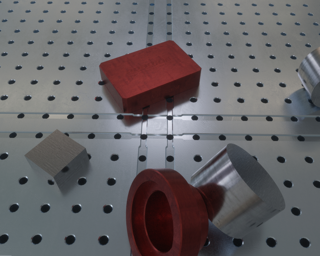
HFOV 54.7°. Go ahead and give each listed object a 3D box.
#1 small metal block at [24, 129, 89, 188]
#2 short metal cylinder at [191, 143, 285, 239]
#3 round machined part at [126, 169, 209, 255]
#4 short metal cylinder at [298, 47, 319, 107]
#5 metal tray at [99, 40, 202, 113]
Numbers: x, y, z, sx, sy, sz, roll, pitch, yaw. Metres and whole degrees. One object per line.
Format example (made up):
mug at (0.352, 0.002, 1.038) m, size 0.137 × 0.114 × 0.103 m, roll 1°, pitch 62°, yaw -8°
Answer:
small metal block at (-0.124, 0.036, 0.376) m, size 0.050 × 0.025 × 0.050 m, roll 29°, pitch 56°, yaw 22°
short metal cylinder at (0.078, 0.062, 0.313) m, size 0.080 × 0.050 × 0.080 m, roll 36°, pitch 25°, yaw -19°
round machined part at (0.008, 0.087, 0.294) m, size 0.042 × 0.097 × 0.098 m, roll 3°, pitch 45°, yaw -32°
short metal cylinder at (0.244, -0.073, 0.435) m, size 0.081 × 0.080 × 0.050 m, roll -4°, pitch 50°, yaw -3°
metal tray at (-0.015, -0.082, 0.473) m, size 0.131 × 0.030 × 0.090 m, roll -24°, pitch 54°, yaw -19°
